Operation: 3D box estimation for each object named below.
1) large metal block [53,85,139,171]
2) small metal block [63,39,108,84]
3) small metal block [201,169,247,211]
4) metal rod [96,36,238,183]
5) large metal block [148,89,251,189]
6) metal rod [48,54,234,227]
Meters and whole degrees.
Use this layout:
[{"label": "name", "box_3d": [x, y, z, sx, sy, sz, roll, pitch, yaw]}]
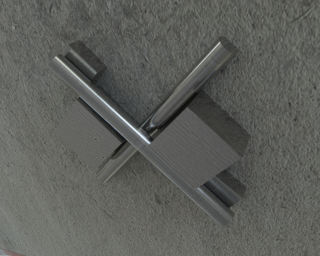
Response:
[{"label": "large metal block", "box_3d": [-0.090, 0.001, 0.438, 0.080, 0.050, 0.080, 45, 129, -3]}, {"label": "small metal block", "box_3d": [-0.106, -0.080, 0.416, 0.050, 0.025, 0.050, 44, 129, -3]}, {"label": "small metal block", "box_3d": [0.079, 0.083, 0.419, 0.050, 0.025, 0.050, 40, 129, 1]}, {"label": "metal rod", "box_3d": [-0.011, -0.003, 0.413, 0.025, 0.025, 0.298, 43, 129, -2]}, {"label": "large metal block", "box_3d": [0.047, 0.015, 0.376, 0.080, 0.050, 0.080, 43, 129, -2]}, {"label": "metal rod", "box_3d": [-0.023, 0.017, 0.398, 0.300, 0.025, 0.025, 43, 129, -2]}]
